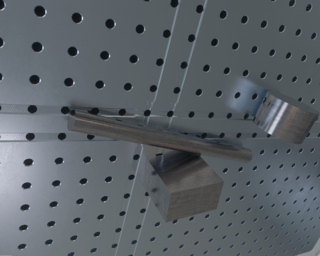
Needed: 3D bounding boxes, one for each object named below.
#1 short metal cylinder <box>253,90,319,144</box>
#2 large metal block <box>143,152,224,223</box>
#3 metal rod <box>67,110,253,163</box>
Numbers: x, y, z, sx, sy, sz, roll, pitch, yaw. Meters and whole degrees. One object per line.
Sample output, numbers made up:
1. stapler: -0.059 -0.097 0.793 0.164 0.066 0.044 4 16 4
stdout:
1. short metal cylinder: 0.189 -0.017 0.468 0.081 0.080 0.050 8 114 -32
2. large metal block: 0.030 0.079 0.441 0.081 0.080 0.050 -7 122 -25
3. metal rod: 0.022 0.019 0.434 0.302 0.025 0.025 13 112 -34
